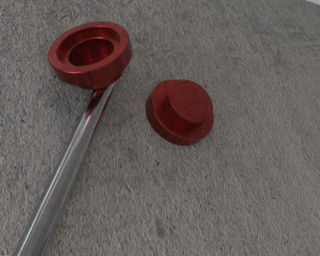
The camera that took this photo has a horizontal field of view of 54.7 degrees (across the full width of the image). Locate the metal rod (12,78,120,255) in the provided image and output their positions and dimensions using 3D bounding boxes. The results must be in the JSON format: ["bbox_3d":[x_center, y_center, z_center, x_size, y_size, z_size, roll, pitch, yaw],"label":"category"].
[{"bbox_3d":[-0.088,0.011,0.350,0.025,0.025,0.300,25,53,-13],"label":"metal rod"}]

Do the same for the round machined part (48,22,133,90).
[{"bbox_3d":[-0.082,-0.085,0.382,0.098,0.042,0.098,-5,51,6],"label":"round machined part"}]

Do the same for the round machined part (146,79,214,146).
[{"bbox_3d":[0.033,-0.028,0.428,0.099,0.042,0.098,14,56,-21],"label":"round machined part"}]
